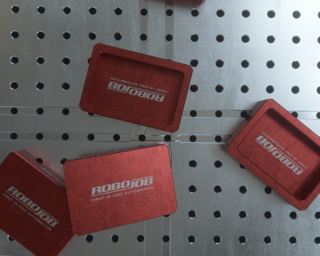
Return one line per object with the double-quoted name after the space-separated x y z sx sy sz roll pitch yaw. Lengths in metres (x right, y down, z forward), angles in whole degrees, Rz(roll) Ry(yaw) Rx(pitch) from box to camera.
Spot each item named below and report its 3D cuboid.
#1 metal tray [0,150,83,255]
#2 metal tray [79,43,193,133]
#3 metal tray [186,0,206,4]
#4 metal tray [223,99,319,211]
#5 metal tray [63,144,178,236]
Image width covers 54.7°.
-0.165 0.102 0.409 0.130 0.030 0.090 38 90 -1 "metal tray"
-0.031 -0.051 0.410 0.131 0.030 0.089 14 90 -1 "metal tray"
0.032 -0.243 0.411 0.091 0.030 0.129 13 90 -1 "metal tray"
0.163 0.034 0.413 0.130 0.030 0.090 39 90 -1 "metal tray"
-0.049 0.074 0.393 0.131 0.030 0.089 -9 90 -16 "metal tray"
